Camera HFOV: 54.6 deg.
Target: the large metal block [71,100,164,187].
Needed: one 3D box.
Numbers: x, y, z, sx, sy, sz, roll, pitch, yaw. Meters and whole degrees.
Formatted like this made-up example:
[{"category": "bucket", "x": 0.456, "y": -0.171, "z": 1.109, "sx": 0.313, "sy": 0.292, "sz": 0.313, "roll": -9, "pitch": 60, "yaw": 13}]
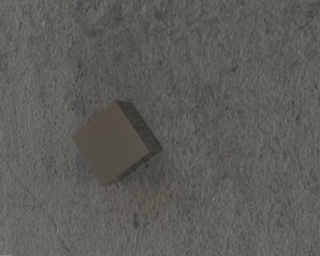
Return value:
[{"category": "large metal block", "x": -0.056, "y": 0.020, "z": 0.416, "sx": 0.080, "sy": 0.050, "sz": 0.080, "roll": -38, "pitch": 78, "yaw": 16}]
